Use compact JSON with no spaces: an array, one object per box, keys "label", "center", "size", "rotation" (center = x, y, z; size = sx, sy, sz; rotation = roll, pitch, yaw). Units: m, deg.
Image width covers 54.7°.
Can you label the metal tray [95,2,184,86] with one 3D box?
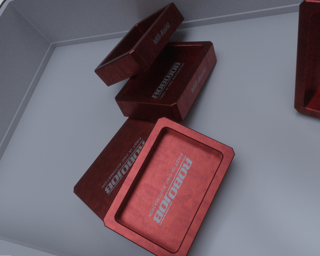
[{"label":"metal tray","center":[-0.029,-0.122,0.450],"size":[0.090,0.030,0.130],"rotation":[-12,38,45]}]

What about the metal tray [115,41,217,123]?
[{"label":"metal tray","center":[0.011,-0.067,0.415],"size":[0.090,0.030,0.130],"rotation":[8,50,31]}]

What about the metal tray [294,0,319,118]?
[{"label":"metal tray","center":[0.175,-0.058,0.280],"size":[0.090,0.129,0.030],"rotation":[22,59,36]}]

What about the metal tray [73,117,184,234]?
[{"label":"metal tray","center":[-0.037,0.052,0.388],"size":[0.090,0.030,0.130],"rotation":[30,78,37]}]

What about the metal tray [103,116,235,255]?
[{"label":"metal tray","center":[0.011,0.064,0.330],"size":[0.090,0.030,0.130],"rotation":[26,78,13]}]
